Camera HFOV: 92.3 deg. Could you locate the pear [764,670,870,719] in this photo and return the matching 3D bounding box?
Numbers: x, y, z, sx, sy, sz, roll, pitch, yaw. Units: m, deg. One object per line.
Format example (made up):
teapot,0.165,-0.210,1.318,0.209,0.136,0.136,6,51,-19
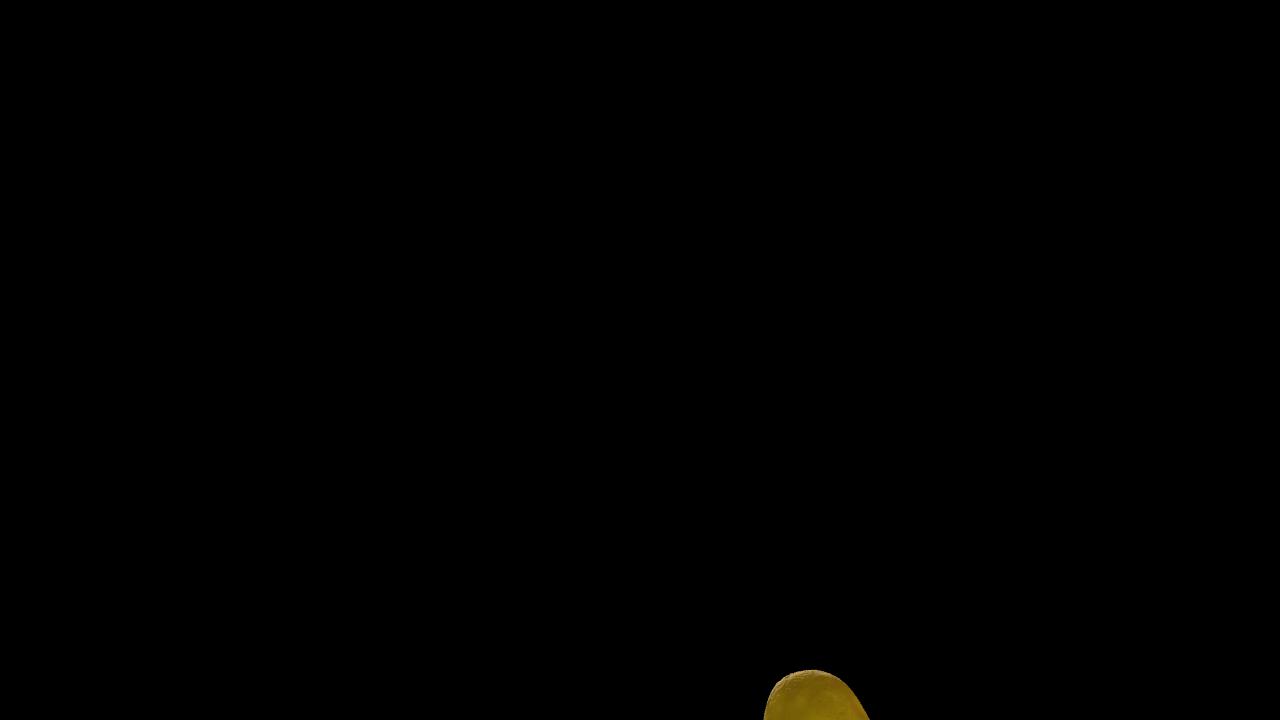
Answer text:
pear,0.151,0.279,0.458,0.111,0.080,0.080,0,0,44
